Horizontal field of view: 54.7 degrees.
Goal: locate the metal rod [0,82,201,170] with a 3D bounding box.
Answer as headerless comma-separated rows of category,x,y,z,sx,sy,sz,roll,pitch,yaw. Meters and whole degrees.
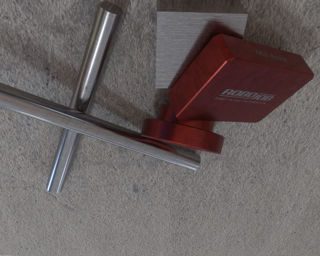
metal rod,-0.073,0.002,0.379,0.302,0.025,0.025,21,127,-29

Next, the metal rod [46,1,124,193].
metal rod,-0.106,-0.013,0.394,0.025,0.025,0.298,18,128,-15

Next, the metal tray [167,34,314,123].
metal tray,0.085,-0.044,0.325,0.131,0.030,0.089,1,146,-35

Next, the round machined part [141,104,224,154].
round machined part,0.029,0.000,0.374,0.099,0.098,0.042,14,87,-12

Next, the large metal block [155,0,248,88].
large metal block,0.036,-0.087,0.317,0.081,0.050,0.079,1,130,-2
